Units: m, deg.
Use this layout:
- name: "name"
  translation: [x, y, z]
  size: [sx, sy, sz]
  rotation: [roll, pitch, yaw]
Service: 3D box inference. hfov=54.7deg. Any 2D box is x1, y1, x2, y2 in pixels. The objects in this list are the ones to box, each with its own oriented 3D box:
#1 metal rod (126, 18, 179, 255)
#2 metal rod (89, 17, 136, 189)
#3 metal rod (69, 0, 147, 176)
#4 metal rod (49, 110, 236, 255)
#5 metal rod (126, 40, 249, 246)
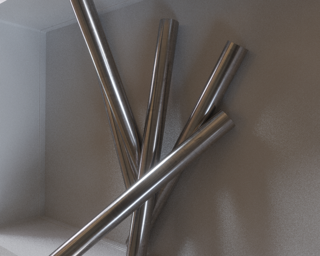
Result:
- name: "metal rod"
  translation: [-0.009, 0.012, 0.389]
  size: [0.025, 0.025, 0.298]
  rotation: [6, 87, 39]
- name: "metal rod"
  translation: [-0.071, -0.037, 0.462]
  size: [0.025, 0.025, 0.299]
  rotation: [-26, 74, 36]
- name: "metal rod"
  translation: [-0.061, -0.062, 0.374]
  size: [0.025, 0.025, 0.298]
  rotation: [-3, 114, 40]
- name: "metal rod"
  translation: [-0.038, 0.086, 0.356]
  size: [0.300, 0.025, 0.025]
  rotation: [-41, 63, 4]
- name: "metal rod"
  translation: [0.024, 0.037, 0.385]
  size: [0.025, 0.025, 0.298]
  rotation: [39, 113, 33]
